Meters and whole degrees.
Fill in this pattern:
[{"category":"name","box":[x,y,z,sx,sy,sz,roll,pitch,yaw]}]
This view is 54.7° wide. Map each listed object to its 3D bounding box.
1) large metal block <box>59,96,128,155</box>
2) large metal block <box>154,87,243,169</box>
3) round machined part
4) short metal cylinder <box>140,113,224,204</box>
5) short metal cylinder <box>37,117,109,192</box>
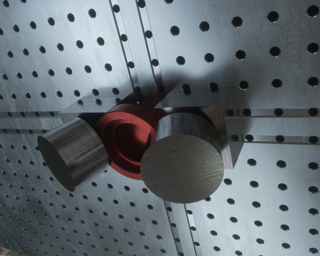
[{"category":"large metal block","box":[-0.083,0.003,0.441,0.080,0.050,0.080,1,119,28]},{"category":"large metal block","box":[0.048,0.000,0.369,0.080,0.050,0.080,-1,118,28]},{"category":"round machined part","box":[-0.028,0.013,0.385,0.098,0.042,0.097,13,124,21]},{"category":"short metal cylinder","box":[0.023,0.030,0.320,0.080,0.050,0.079,2,116,5]},{"category":"short metal cylinder","box":[-0.110,0.033,0.392,0.080,0.050,0.079,32,140,33]}]
